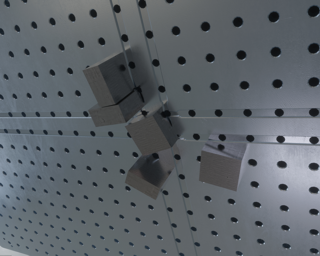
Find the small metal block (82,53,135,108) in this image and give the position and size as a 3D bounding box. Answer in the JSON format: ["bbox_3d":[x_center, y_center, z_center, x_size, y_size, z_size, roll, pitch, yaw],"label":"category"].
[{"bbox_3d":[-0.063,-0.061,0.391,0.025,0.050,0.050,-9,114,32],"label":"small metal block"}]

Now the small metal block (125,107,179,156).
[{"bbox_3d":[-0.011,0.006,0.421,0.050,0.025,0.050,-19,108,35],"label":"small metal block"}]

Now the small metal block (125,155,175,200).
[{"bbox_3d":[-0.014,0.067,0.445,0.050,0.050,0.025,27,128,11],"label":"small metal block"}]

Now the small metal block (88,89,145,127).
[{"bbox_3d":[-0.057,-0.027,0.409,0.050,0.050,0.025,-7,115,31],"label":"small metal block"}]

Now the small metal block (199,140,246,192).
[{"bbox_3d":[0.080,0.048,0.399,0.050,0.025,0.050,13,124,21],"label":"small metal block"}]
